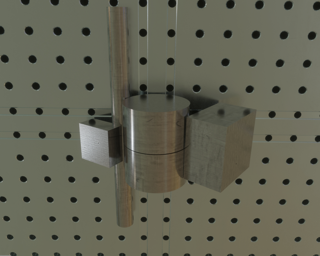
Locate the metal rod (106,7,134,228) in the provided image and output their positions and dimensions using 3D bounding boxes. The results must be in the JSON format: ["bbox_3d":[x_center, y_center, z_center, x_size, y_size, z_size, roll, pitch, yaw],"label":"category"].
[{"bbox_3d":[-0.050,0.000,0.408,0.025,0.025,0.298,0,110,0],"label":"metal rod"}]

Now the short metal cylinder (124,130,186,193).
[{"bbox_3d":[-0.005,0.040,0.394,0.081,0.080,0.050,1,110,-1],"label":"short metal cylinder"}]

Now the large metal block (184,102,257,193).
[{"bbox_3d":[0.074,0.020,0.380,0.050,0.081,0.079,16,115,35],"label":"large metal block"}]

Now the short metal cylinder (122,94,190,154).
[{"bbox_3d":[-0.005,-0.007,0.377,0.081,0.080,0.050,1,110,-1],"label":"short metal cylinder"}]

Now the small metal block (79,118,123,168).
[{"bbox_3d":[-0.077,0.019,0.403,0.050,0.025,0.050,13,113,32],"label":"small metal block"}]
